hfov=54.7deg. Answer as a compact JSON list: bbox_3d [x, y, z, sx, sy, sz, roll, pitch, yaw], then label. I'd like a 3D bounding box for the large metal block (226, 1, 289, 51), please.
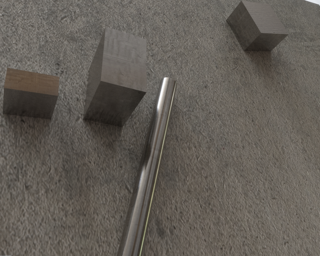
[{"bbox_3d":[0.192,-0.200,0.613,0.081,0.050,0.080,-9,66,-32],"label":"large metal block"}]

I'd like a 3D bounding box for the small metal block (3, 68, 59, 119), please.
[{"bbox_3d":[-0.139,-0.035,0.334,0.050,0.050,0.025,7,59,-25],"label":"small metal block"}]

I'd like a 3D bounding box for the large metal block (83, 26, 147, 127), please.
[{"bbox_3d":[-0.055,-0.059,0.375,0.050,0.080,0.080,12,57,-22],"label":"large metal block"}]

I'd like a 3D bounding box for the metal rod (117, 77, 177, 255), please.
[{"bbox_3d":[-0.014,0.055,0.362,0.025,0.025,0.300,23,53,-14],"label":"metal rod"}]
